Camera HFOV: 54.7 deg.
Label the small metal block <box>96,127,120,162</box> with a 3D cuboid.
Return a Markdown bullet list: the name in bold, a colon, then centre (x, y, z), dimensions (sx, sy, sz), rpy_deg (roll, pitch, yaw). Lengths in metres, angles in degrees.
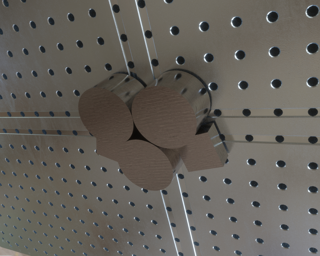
- **small metal block**: centre (-0.065, 0.020, 0.453), dimensions (0.050, 0.025, 0.050), rpy_deg (19, 126, 17)

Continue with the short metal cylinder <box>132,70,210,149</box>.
- **short metal cylinder**: centre (0.014, -0.022, 0.369), dimensions (0.080, 0.050, 0.079), rpy_deg (13, 124, 21)

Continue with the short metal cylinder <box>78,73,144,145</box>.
- **short metal cylinder**: centre (-0.058, -0.025, 0.405), dimensions (0.080, 0.050, 0.079), rpy_deg (13, 124, 21)

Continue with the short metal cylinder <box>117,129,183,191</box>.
- **short metal cylinder**: centre (-0.010, 0.037, 0.419), dimensions (0.080, 0.050, 0.079), rpy_deg (13, 124, 21)

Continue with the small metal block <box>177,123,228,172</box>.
- **small metal block**: centre (0.052, 0.026, 0.395), dimensions (0.050, 0.025, 0.050), rpy_deg (-15, 111, 34)
